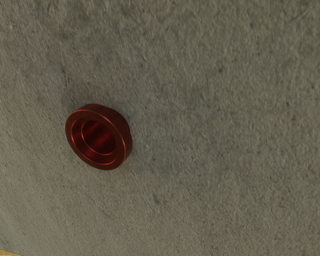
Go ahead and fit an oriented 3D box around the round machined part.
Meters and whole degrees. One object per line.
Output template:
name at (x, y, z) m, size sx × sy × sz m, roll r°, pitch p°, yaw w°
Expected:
round machined part at (-0.082, 0.009, 0.443) m, size 0.098 × 0.042 × 0.097 m, roll 13°, pitch 124°, yaw 20°
